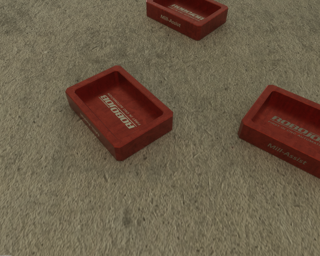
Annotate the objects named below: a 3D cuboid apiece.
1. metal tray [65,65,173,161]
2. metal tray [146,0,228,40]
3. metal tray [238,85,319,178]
[{"bbox_3d":[-0.056,-0.026,0.420,0.091,0.030,0.130,-32,57,-24],"label":"metal tray"},{"bbox_3d":[0.049,-0.221,0.585,0.130,0.030,0.090,35,58,25],"label":"metal tray"},{"bbox_3d":[0.180,0.003,0.398,0.130,0.030,0.090,29,56,22],"label":"metal tray"}]
